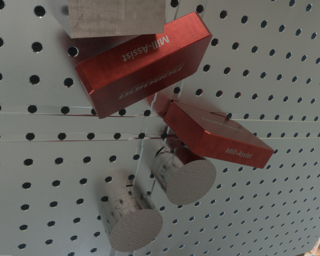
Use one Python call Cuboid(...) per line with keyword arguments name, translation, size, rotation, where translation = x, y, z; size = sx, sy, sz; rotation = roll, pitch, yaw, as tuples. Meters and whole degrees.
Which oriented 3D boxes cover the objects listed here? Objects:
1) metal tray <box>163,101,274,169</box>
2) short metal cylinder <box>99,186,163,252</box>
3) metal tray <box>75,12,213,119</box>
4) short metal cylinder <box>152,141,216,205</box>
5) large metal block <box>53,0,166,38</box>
Cuboid(name="metal tray", translation=(0.079, 0.010, 0.418), size=(0.131, 0.090, 0.030), rotation=(14, 111, -34))
Cuboid(name="short metal cylinder", translation=(-0.043, 0.133, 0.454), size=(0.081, 0.050, 0.079), rotation=(-14, 124, -21))
Cuboid(name="metal tray", translation=(-0.016, -0.062, 0.327), size=(0.131, 0.030, 0.090), rotation=(-28, 169, -11))
Cuboid(name="short metal cylinder", translation=(0.035, 0.066, 0.455), size=(0.081, 0.050, 0.079), rotation=(-14, 125, -21))
Cuboid(name="large metal block", translation=(-0.048, -0.117, 0.276), size=(0.081, 0.080, 0.050), rotation=(-11, 123, -23))
